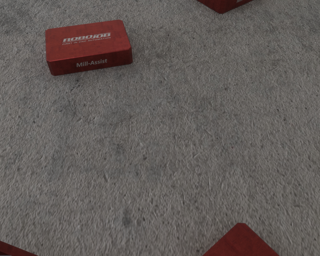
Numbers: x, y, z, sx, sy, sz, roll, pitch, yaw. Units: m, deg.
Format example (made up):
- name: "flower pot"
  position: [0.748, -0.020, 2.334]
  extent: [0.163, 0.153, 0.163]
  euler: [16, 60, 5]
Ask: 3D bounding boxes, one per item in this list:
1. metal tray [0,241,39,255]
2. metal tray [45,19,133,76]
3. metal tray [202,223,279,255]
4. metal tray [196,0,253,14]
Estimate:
- name: "metal tray"
  position: [-0.122, 0.125, 0.218]
  extent: [0.030, 0.130, 0.090]
  euler: [-44, 32, 8]
- name: "metal tray"
  position: [-0.118, -0.135, 0.513]
  extent: [0.131, 0.030, 0.090]
  euler: [-11, 51, -10]
- name: "metal tray"
  position: [0.059, 0.158, 0.268]
  extent: [0.131, 0.030, 0.090]
  euler: [-33, 57, -25]
- name: "metal tray"
  position: [0.143, -0.288, 0.642]
  extent: [0.131, 0.030, 0.090]
  euler: [-30, 56, -23]
